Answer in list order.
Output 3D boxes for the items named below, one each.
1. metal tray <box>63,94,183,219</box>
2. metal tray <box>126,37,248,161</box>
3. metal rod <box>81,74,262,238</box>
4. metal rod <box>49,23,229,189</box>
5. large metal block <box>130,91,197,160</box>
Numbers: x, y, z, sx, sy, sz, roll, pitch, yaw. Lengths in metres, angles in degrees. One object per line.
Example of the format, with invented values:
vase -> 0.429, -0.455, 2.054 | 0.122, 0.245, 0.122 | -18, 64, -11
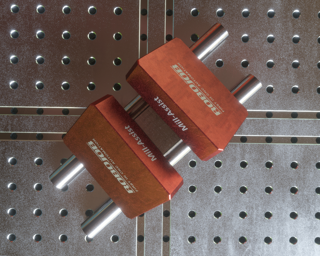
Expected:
metal tray -> -0.046, 0.037, 0.359 | 0.130, 0.030, 0.090 | 50, 133, -1
metal tray -> 0.035, -0.037, 0.359 | 0.130, 0.030, 0.090 | 47, 46, 0
metal rod -> 0.016, 0.037, 0.414 | 0.300, 0.025, 0.025 | -42, 91, -1
metal rod -> -0.027, -0.030, 0.413 | 0.300, 0.025, 0.025 | -43, 91, -1
large metal block -> 0.001, -0.002, 0.385 | 0.080, 0.080, 0.050 | -42, 91, 0
